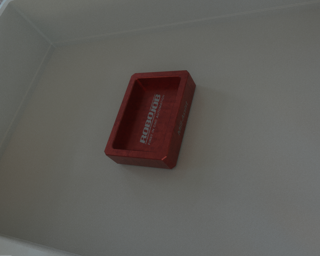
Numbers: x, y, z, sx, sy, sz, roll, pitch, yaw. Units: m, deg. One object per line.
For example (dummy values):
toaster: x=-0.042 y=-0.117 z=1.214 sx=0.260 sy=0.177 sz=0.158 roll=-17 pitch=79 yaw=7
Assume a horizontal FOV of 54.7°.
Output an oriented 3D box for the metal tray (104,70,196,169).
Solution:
metal tray: x=-0.011 y=-0.014 z=0.412 sx=0.090 sy=0.030 sz=0.130 roll=2 pitch=62 yaw=28
